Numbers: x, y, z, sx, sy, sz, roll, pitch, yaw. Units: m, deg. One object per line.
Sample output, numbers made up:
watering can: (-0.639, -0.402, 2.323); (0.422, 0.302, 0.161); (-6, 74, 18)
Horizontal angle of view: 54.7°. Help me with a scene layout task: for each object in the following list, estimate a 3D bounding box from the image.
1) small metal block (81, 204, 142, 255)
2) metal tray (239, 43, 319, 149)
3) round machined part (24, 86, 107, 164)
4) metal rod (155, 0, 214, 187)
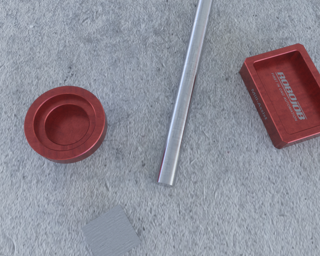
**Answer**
small metal block: (-0.056, 0.125, 0.362); (0.050, 0.025, 0.050); (-30, 73, -11)
metal tray: (0.177, -0.046, 0.424); (0.091, 0.030, 0.130); (-17, 71, -7)
round machined part: (-0.117, -0.001, 0.398); (0.099, 0.042, 0.098); (0, 70, -1)
metal rod: (0.039, -0.067, 0.432); (0.025, 0.025, 0.299); (12, 70, 4)
